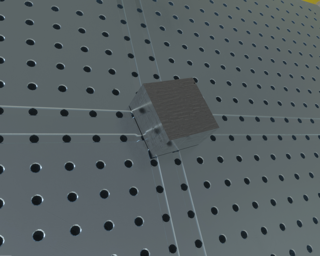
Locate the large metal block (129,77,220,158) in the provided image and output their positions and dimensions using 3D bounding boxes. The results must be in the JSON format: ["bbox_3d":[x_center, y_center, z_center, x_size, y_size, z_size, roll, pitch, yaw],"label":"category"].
[{"bbox_3d":[0.018,-0.016,0.409,0.081,0.050,0.080,-13,69,-33],"label":"large metal block"}]
